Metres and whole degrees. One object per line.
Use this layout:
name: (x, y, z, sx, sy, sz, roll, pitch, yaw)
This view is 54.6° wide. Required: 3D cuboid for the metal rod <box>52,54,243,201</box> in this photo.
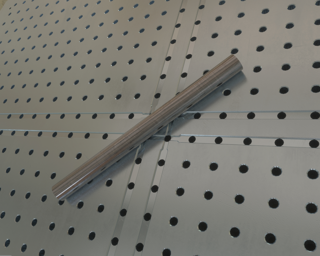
metal rod: (-0.019, 0.002, 0.418, 0.300, 0.025, 0.025, -36, 51, 4)
